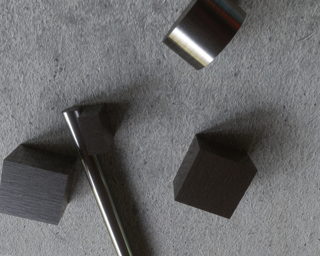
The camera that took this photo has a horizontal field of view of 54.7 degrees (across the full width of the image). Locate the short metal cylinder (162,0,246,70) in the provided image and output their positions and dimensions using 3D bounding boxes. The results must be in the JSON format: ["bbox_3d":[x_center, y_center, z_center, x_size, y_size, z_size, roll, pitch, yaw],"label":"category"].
[{"bbox_3d":[0.047,-0.111,0.340,0.050,0.080,0.080,37,106,-13],"label":"short metal cylinder"}]

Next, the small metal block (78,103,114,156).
[{"bbox_3d":[-0.080,0.000,0.396,0.025,0.050,0.050,-10,110,4],"label":"small metal block"}]

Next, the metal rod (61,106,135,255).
[{"bbox_3d":[-0.077,0.111,0.449,0.025,0.025,0.298,-14,110,5],"label":"metal rod"}]

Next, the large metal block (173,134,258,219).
[{"bbox_3d":[0.071,0.066,0.421,0.080,0.050,0.079,21,109,-8],"label":"large metal block"}]

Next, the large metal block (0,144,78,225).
[{"bbox_3d":[-0.166,0.077,0.423,0.080,0.050,0.079,15,109,-6],"label":"large metal block"}]
